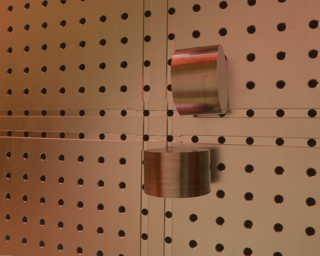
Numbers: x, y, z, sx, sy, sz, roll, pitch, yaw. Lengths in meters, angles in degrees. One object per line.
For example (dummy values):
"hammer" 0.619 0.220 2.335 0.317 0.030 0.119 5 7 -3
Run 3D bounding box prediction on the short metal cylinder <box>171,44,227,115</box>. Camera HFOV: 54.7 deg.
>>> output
"short metal cylinder" 0.049 -0.055 0.366 0.050 0.080 0.080 -2 89 20

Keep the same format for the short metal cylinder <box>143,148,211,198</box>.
"short metal cylinder" 0.021 0.051 0.376 0.080 0.080 0.050 -1 90 20
